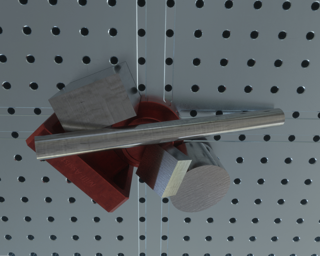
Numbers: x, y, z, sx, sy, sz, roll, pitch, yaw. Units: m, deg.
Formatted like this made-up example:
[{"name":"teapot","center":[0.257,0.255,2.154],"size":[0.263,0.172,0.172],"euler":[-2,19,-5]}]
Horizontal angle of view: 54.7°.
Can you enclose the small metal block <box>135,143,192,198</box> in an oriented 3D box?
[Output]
[{"name":"small metal block","center":[0.003,0.047,0.371],"size":[0.025,0.050,0.050],"euler":[4,115,-47]}]

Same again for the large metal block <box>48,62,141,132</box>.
[{"name":"large metal block","center":[-0.072,-0.036,0.368],"size":[0.080,0.080,0.050],"euler":[-20,109,7]}]

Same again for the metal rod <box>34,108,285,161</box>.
[{"name":"metal rod","center":[0.016,0.003,0.364],"size":[0.303,0.025,0.025],"euler":[-7,111,-19]}]

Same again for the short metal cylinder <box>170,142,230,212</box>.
[{"name":"short metal cylinder","center":[0.045,0.065,0.412],"size":[0.081,0.050,0.079],"euler":[-8,124,-13]}]

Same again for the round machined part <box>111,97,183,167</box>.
[{"name":"round machined part","center":[-0.017,0.012,0.411],"size":[0.099,0.042,0.097],"euler":[0,110,-1]}]

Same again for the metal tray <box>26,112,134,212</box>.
[{"name":"metal tray","center":[-0.092,0.035,0.389],"size":[0.030,0.090,0.130],"euler":[-42,105,14]}]
